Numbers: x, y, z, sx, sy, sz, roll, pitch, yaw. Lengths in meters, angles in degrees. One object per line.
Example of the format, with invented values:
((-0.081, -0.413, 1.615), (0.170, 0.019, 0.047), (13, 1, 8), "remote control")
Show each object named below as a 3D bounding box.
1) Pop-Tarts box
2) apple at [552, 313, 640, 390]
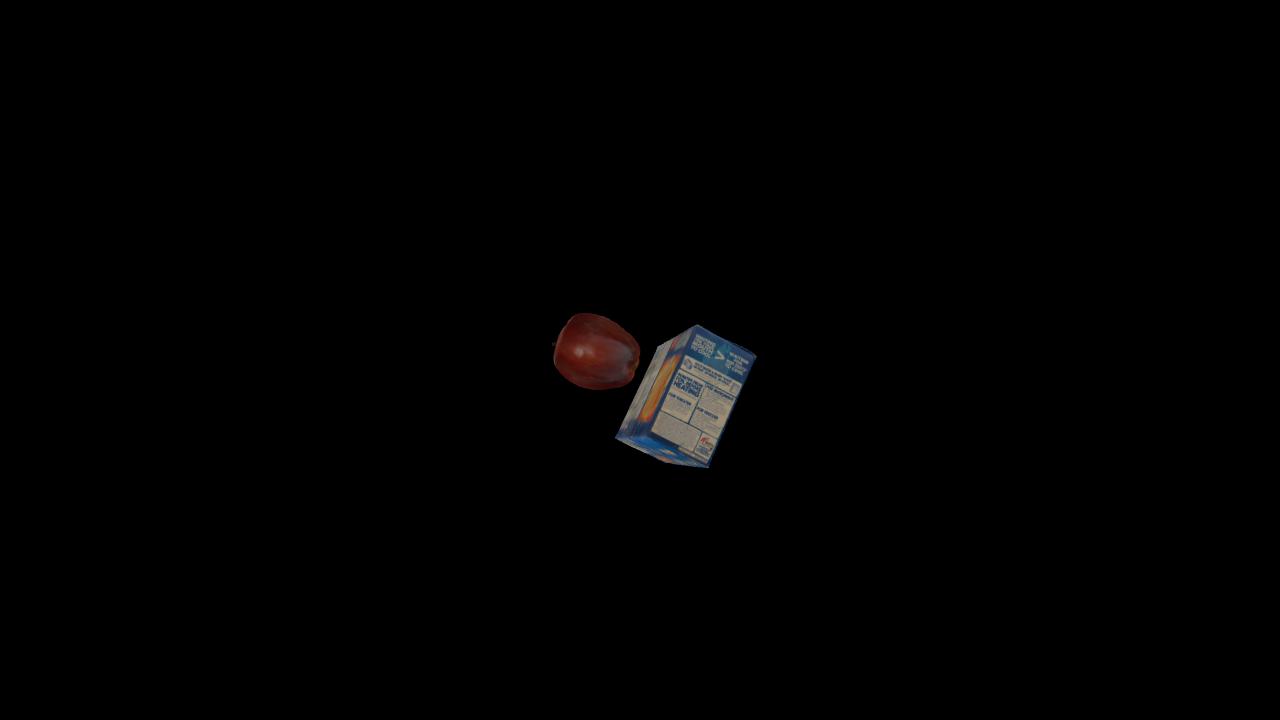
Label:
((0.049, 0.049, 0.748), (0.083, 0.141, 0.167), (27, -13, -9), "Pop-Tarts box")
((-0.048, -0.006, 0.646), (0.093, 0.079, 0.079), (18, 2, 6), "apple")
